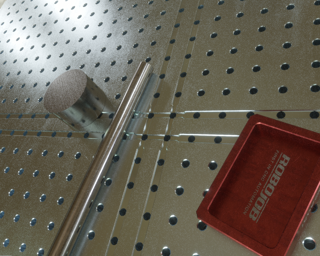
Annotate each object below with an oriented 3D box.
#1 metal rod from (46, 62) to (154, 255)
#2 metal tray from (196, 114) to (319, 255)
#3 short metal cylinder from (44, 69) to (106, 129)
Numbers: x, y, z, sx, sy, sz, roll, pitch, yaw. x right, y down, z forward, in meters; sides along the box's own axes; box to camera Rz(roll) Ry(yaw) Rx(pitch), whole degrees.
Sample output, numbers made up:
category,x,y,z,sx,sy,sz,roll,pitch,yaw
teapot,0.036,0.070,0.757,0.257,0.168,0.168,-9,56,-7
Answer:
category,x,y,z,sx,sy,sz,roll,pitch,yaw
metal rod,-0.075,0.036,0.425,0.025,0.025,0.300,9,66,32
metal tray,0.108,0.057,0.313,0.090,0.030,0.130,23,74,36
short metal cylinder,-0.135,-0.046,0.491,0.080,0.050,0.080,-13,56,21
